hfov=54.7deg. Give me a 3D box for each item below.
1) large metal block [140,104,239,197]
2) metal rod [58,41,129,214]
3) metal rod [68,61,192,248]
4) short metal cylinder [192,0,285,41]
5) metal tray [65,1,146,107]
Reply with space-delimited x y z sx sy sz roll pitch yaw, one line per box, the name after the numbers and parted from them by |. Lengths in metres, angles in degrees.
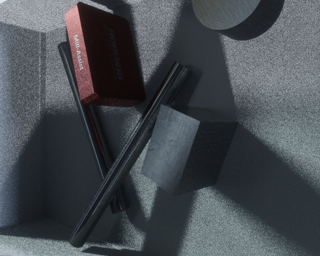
0.034 0.021 0.342 0.050 0.081 0.079 27 107 36 | large metal block
-0.111 -0.011 0.495 0.025 0.025 0.299 -34 69 34 | metal rod
-0.047 0.046 0.420 0.025 0.025 0.298 42 108 32 | metal rod
0.081 -0.137 0.323 0.080 0.050 0.079 0 90 39 | short metal cylinder
-0.073 -0.095 0.421 0.030 0.091 0.129 -21 77 38 | metal tray
